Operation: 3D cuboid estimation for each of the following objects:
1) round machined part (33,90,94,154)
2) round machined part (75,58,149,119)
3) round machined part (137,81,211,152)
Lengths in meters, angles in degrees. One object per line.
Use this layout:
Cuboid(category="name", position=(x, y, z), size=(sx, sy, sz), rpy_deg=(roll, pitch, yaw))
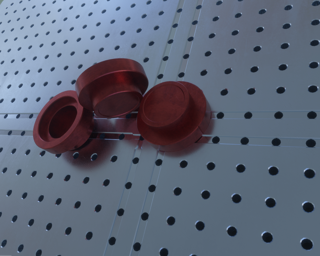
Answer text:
Cuboid(category="round machined part", position=(-0.140, -0.005, 0.469), size=(0.098, 0.042, 0.098), rpy_deg=(-15, 56, 24))
Cuboid(category="round machined part", position=(-0.062, -0.047, 0.424), size=(0.098, 0.098, 0.042), rpy_deg=(-26, 67, 12))
Cuboid(category="round machined part", position=(0.013, -0.022, 0.403), size=(0.098, 0.042, 0.098), rpy_deg=(-13, 56, 20))
